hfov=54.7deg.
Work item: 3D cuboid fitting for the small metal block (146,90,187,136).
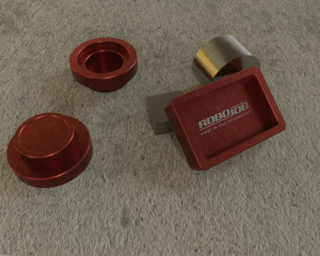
[{"bbox_3d":[0.011,-0.021,0.421,0.050,0.025,0.050,-12,51,-10],"label":"small metal block"}]

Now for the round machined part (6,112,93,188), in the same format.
[{"bbox_3d":[-0.134,0.019,0.374,0.099,0.042,0.098,0,50,0],"label":"round machined part"}]

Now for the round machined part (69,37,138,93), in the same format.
[{"bbox_3d":[-0.083,-0.091,0.468,0.099,0.042,0.098,0,50,0],"label":"round machined part"}]

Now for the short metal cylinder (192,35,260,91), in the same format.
[{"bbox_3d":[0.093,-0.083,0.439,0.081,0.080,0.050,-19,53,-15],"label":"short metal cylinder"}]

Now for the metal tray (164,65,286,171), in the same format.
[{"bbox_3d":[0.082,-0.014,0.383,0.131,0.030,0.090,-24,88,-19],"label":"metal tray"}]
